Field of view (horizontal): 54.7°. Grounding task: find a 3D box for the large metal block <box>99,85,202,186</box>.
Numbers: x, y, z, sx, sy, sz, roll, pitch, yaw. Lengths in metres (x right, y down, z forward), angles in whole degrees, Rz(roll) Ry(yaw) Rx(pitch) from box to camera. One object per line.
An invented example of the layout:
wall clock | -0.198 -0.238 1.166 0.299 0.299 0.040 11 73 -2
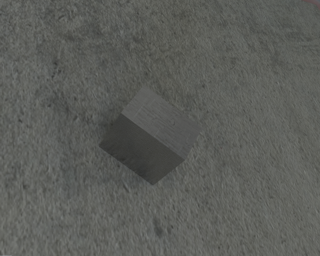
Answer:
large metal block | -0.013 0.011 0.356 0.080 0.080 0.050 37 51 -4
